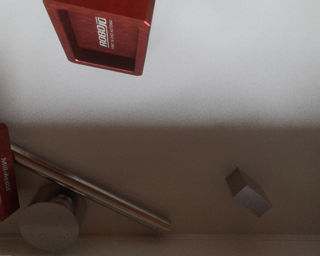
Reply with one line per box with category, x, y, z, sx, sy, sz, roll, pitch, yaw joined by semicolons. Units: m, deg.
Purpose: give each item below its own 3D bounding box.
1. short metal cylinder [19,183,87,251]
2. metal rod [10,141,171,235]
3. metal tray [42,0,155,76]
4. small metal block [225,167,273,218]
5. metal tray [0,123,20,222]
short metal cylinder;-0.150;0.126;0.442;0.081;0.050;0.079;0;110;-1
metal rod;-0.119;0.077;0.438;0.301;0.025;0.025;29;107;-11
metal tray;-0.057;-0.098;0.320;0.091;0.130;0.030;11;78;-5
small metal block;0.123;0.089;0.433;0.050;0.050;0.025;39;105;-14
metal tray;-0.240;0.054;0.410;0.090;0.030;0.129;8;111;16
